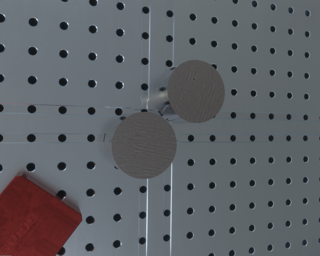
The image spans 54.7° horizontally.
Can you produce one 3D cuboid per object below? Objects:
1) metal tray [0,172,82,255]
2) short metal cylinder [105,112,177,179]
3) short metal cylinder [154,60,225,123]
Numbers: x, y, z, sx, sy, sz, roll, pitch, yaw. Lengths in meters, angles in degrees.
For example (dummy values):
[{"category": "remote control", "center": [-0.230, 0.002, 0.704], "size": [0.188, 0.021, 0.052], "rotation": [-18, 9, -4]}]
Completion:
[{"category": "metal tray", "center": [-0.164, 0.127, 0.350], "size": [0.090, 0.030, 0.130], "rotation": [40, 77, -16]}, {"category": "short metal cylinder", "center": [-0.026, 0.020, 0.390], "size": [0.081, 0.050, 0.080], "rotation": [0, 90, -20]}, {"category": "short metal cylinder", "center": [0.038, -0.046, 0.413], "size": [0.081, 0.050, 0.080], "rotation": [0, 90, -20]}]
